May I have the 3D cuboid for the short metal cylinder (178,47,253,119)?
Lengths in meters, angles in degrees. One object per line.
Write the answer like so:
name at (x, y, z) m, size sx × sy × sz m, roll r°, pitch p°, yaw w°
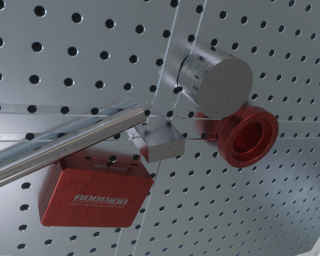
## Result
short metal cylinder at (0.070, -0.058, 0.398) m, size 0.081 × 0.050 × 0.079 m, roll -14°, pitch 124°, yaw -21°

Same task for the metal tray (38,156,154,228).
metal tray at (-0.084, 0.090, 0.418) m, size 0.131 × 0.030 × 0.089 m, roll 14°, pitch 111°, yaw -34°

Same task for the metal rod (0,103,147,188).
metal rod at (-0.156, 0.042, 0.352) m, size 0.302 × 0.025 × 0.025 m, roll -25°, pitch 128°, yaw -13°

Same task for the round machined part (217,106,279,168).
round machined part at (0.130, 0.010, 0.478) m, size 0.099 × 0.042 × 0.097 m, roll -14°, pitch 124°, yaw -21°

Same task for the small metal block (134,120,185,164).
small metal block at (-0.002, 0.017, 0.405) m, size 0.050 × 0.050 × 0.025 m, roll -12°, pitch 124°, yaw -22°
